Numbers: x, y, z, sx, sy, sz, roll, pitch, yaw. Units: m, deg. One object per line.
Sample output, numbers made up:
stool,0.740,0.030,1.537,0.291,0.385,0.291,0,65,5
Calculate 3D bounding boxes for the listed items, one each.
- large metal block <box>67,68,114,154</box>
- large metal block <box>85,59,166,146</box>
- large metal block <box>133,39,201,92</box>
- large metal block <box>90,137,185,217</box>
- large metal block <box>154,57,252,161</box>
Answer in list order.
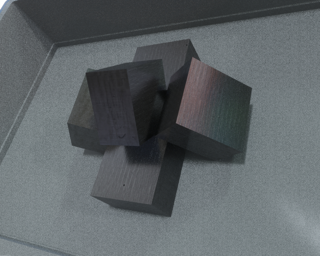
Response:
large metal block,-0.083,-0.019,0.415,0.050,0.080,0.080,15,65,-5
large metal block,-0.032,-0.032,0.354,0.050,0.079,0.080,0,18,27
large metal block,0.006,-0.069,0.424,0.080,0.050,0.080,-1,61,27
large metal block,-0.024,0.054,0.368,0.080,0.050,0.080,1,62,28
large metal block,0.049,-0.018,0.345,0.050,0.080,0.080,-33,38,60
